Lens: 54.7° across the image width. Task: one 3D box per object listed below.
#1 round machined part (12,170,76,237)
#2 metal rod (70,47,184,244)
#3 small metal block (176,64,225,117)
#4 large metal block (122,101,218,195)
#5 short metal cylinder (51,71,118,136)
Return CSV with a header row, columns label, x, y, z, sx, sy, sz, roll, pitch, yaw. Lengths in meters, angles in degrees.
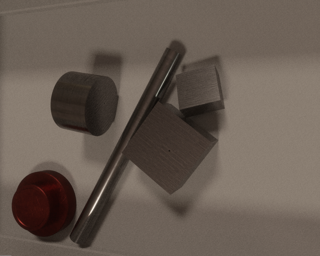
label,x,y,z,sx,sy,sz,roll,pitch,yaw
round machined part,-0.180,0.114,0.463,0.098,0.042,0.097,0,90,19
metal rod,-0.050,0.031,0.426,0.025,0.025,0.298,31,100,17
small metal block,0.049,-0.045,0.384,0.050,0.025,0.050,-13,65,18
large metal block,0.014,0.023,0.392,0.080,0.050,0.080,39,102,15
short metal cylinder,-0.099,-0.033,0.415,0.050,0.080,0.079,11,94,19
